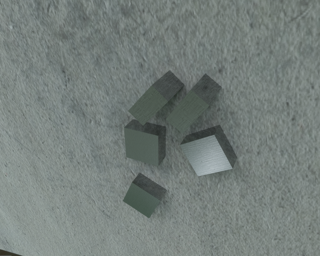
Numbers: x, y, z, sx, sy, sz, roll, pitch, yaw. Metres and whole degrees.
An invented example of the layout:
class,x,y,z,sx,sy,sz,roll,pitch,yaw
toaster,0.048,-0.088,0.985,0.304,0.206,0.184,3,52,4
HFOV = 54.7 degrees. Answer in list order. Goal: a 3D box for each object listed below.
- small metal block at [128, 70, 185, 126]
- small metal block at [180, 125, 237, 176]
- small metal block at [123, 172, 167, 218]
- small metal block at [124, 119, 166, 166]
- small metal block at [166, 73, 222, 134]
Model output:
class,x,y,z,sx,sy,sz,roll,pitch,yaw
small metal block,-0.004,-0.036,0.369,0.025,0.050,0.050,45,129,-3
small metal block,0.062,0.029,0.392,0.050,0.025,0.050,-20,108,35
small metal block,-0.024,0.106,0.483,0.050,0.025,0.050,32,128,7
small metal block,-0.020,0.020,0.428,0.050,0.025,0.050,13,124,20
small metal block,0.039,-0.028,0.352,0.025,0.050,0.050,41,129,0
